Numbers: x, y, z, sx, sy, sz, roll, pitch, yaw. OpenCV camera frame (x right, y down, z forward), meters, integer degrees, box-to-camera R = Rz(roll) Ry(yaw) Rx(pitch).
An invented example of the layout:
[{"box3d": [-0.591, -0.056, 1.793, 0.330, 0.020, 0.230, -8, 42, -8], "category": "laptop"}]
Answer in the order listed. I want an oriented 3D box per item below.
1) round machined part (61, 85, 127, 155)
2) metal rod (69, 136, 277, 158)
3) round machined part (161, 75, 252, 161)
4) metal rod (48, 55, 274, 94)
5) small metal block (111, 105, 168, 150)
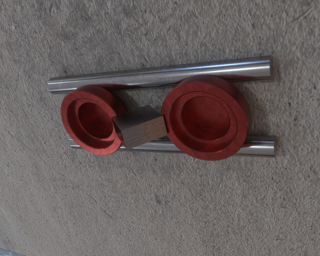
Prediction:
[{"box3d": [-0.083, -0.014, 0.427, 0.098, 0.042, 0.097, 13, 124, 21], "category": "round machined part"}, {"box3d": [-0.002, 0.021, 0.422, 0.300, 0.025, 0.025, 0, 119, 28], "category": "metal rod"}, {"box3d": [0.054, -0.014, 0.353, 0.098, 0.042, 0.097, 13, 124, 21], "category": "round machined part"}, {"box3d": [-0.021, -0.061, 0.381, 0.300, 0.025, 0.025, 0, 119, 28], "category": "metal rod"}, {"box3d": [-0.026, -0.002, 0.370, 0.050, 0.050, 0.025, -138, 31, -61], "category": "small metal block"}]
